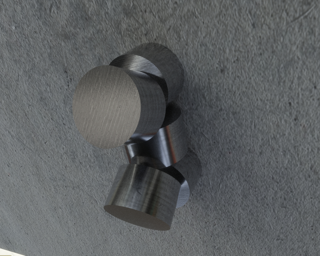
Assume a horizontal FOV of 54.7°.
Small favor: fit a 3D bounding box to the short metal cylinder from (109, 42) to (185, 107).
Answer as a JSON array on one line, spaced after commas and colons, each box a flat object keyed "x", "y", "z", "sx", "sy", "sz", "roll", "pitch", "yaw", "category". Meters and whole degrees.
[{"x": -0.017, "y": -0.056, "z": 0.367, "sx": 0.080, "sy": 0.050, "sz": 0.079, "roll": 13, "pitch": 124, "yaw": 21, "category": "short metal cylinder"}]

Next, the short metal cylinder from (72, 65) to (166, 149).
[{"x": -0.041, "y": -0.021, "z": 0.317, "sx": 0.080, "sy": 0.050, "sz": 0.079, "roll": 2, "pitch": 94, "yaw": 27, "category": "short metal cylinder"}]

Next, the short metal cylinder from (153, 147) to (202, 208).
[{"x": 0.012, "y": 0.063, "z": 0.425, "sx": 0.080, "sy": 0.050, "sz": 0.079, "roll": 13, "pitch": 124, "yaw": 21, "category": "short metal cylinder"}]

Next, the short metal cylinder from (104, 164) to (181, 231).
[{"x": -0.020, "y": 0.084, "z": 0.369, "sx": 0.080, "sy": 0.050, "sz": 0.080, "roll": 14, "pitch": 151, "yaw": 8, "category": "short metal cylinder"}]

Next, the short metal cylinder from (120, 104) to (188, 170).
[{"x": -0.009, "y": 0.009, "z": 0.384, "sx": 0.080, "sy": 0.080, "sz": 0.050, "roll": 2, "pitch": 119, "yaw": 27, "category": "short metal cylinder"}]
